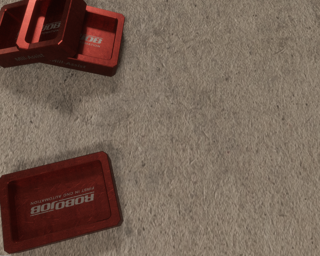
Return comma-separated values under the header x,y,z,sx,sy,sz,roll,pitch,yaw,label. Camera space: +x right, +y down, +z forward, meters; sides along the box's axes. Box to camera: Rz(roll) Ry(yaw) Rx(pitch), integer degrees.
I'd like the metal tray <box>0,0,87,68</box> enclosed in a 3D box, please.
x,y,z,sx,sy,sz,roll,pitch,yaw,label
-0.171,-0.136,0.428,0.130,0.030,0.090,-3,68,22,metal tray

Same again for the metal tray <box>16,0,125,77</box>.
x,y,z,sx,sy,sz,roll,pitch,yaw,label
-0.121,-0.130,0.435,0.131,0.030,0.090,10,70,-12,metal tray

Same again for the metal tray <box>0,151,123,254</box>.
x,y,z,sx,sy,sz,roll,pitch,yaw,label
-0.118,0.087,0.371,0.131,0.030,0.090,-13,71,-6,metal tray
